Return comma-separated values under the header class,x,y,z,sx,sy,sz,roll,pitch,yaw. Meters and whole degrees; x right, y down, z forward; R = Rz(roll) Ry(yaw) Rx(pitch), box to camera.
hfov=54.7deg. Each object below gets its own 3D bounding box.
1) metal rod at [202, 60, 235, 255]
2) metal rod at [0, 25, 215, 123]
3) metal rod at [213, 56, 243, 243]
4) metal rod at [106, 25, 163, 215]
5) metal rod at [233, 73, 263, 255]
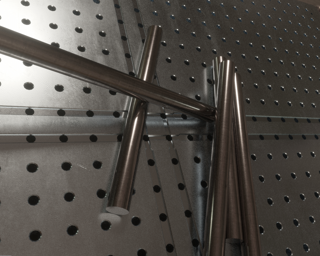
class,x,y,z,sx,sy,sz,roll,pitch,yaw
metal rod,0.081,0.032,0.413,0.025,0.025,0.300,20,60,-17
metal rod,-0.039,-0.052,0.376,0.302,0.025,0.025,15,54,-36
metal rod,0.096,0.011,0.455,0.025,0.025,0.300,17,55,-19
metal rod,-0.027,-0.034,0.415,0.025,0.025,0.300,21,54,-17
metal rod,0.119,0.040,0.449,0.025,0.025,0.300,17,55,-19
